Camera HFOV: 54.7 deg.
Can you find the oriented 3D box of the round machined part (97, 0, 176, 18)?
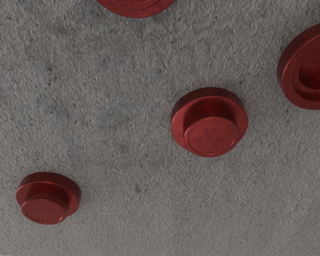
[{"bbox_3d":[-0.023,-0.144,0.273,0.099,0.042,0.097,0,130,0],"label":"round machined part"}]

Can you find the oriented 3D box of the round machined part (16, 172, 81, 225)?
[{"bbox_3d":[-0.180,0.118,0.495,0.099,0.042,0.097,0,130,0],"label":"round machined part"}]

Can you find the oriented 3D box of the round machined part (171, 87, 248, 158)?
[{"bbox_3d":[0.063,0.000,0.396,0.099,0.042,0.097,0,130,0],"label":"round machined part"}]

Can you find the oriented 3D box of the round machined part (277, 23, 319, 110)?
[{"bbox_3d":[0.177,-0.071,0.337,0.099,0.042,0.097,0,130,0],"label":"round machined part"}]
